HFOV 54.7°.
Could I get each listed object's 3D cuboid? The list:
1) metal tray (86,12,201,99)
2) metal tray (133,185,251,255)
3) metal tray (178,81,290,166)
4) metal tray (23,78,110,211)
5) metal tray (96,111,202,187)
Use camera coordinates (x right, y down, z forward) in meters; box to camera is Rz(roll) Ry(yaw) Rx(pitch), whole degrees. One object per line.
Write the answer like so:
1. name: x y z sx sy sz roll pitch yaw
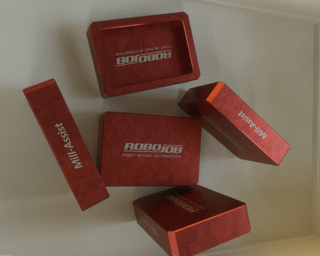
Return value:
1. metal tray: -0.019 -0.095 0.400 0.131 0.030 0.089 -14 95 -20
2. metal tray: 0.030 0.101 0.364 0.091 0.130 0.030 -13 95 -20
3. metal tray: 0.095 -0.004 0.410 0.130 0.090 0.030 39 78 -16
4. metal tray: -0.103 0.017 0.336 0.030 0.090 0.129 -26 99 -19
5. metal tray: -0.013 0.028 0.401 0.131 0.030 0.089 4 89 -21
